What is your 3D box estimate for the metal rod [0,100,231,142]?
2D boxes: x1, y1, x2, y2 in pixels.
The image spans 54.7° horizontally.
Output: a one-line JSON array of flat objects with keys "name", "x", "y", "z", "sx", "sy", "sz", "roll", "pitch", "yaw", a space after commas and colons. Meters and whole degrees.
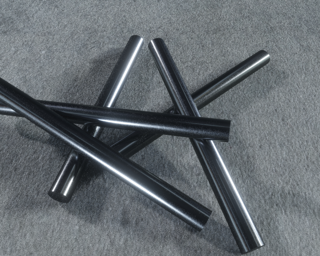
[{"name": "metal rod", "x": -0.069, "y": -0.013, "z": 0.376, "sx": 0.301, "sy": 0.025, "sz": 0.025, "roll": 7, "pitch": 50, "yaw": 14}]

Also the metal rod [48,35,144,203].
[{"name": "metal rod", "x": -0.075, "y": -0.036, "z": 0.432, "sx": 0.025, "sy": 0.025, "sz": 0.300, "roll": 11, "pitch": 51, "yaw": 8}]

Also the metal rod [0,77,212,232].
[{"name": "metal rod", "x": -0.079, "y": 0.022, "z": 0.353, "sx": 0.301, "sy": 0.025, "sz": 0.025, "roll": 31, "pitch": 56, "yaw": 12}]

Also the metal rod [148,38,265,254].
[{"name": "metal rod", "x": 0.043, "y": -0.001, "z": 0.378, "sx": 0.025, "sy": 0.025, "sz": 0.299, "roll": -15, "pitch": 60, "yaw": -12}]

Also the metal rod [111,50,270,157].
[{"name": "metal rod", "x": 0.054, "y": -0.039, "z": 0.436, "sx": 0.302, "sy": 0.025, "sz": 0.025, "roll": -34, "pitch": 58, "yaw": -25}]
